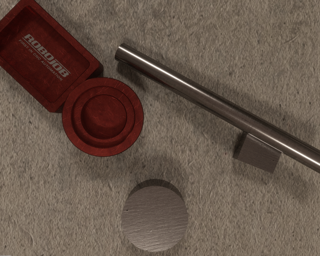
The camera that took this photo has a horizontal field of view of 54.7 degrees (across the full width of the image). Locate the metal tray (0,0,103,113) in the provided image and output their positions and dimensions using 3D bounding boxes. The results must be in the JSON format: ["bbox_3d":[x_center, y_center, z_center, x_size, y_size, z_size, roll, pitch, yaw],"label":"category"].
[{"bbox_3d":[-0.152,-0.093,0.405,0.130,0.030,0.090,44,90,-1],"label":"metal tray"}]

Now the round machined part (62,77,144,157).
[{"bbox_3d":[-0.071,-0.015,0.397,0.099,0.042,0.097,0,94,-6],"label":"round machined part"}]

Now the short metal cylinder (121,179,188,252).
[{"bbox_3d":[-0.006,0.109,0.398,0.081,0.050,0.079,0,90,-1],"label":"short metal cylinder"}]

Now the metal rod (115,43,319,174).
[{"bbox_3d":[0.077,-0.026,0.392,0.301,0.025,0.025,30,90,7],"label":"metal rod"}]

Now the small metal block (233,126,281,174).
[{"bbox_3d":[0.132,0.027,0.412,0.050,0.025,0.050,22,90,-1],"label":"small metal block"}]
